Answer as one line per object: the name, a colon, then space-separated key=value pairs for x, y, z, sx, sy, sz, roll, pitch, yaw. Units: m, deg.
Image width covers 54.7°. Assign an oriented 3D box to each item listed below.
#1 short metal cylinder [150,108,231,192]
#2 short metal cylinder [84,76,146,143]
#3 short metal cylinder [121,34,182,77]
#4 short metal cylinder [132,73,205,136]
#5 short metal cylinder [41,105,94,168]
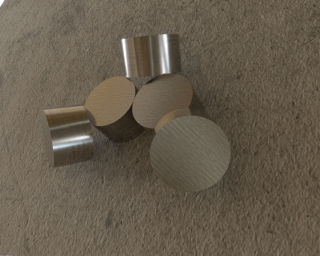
short metal cylinder: x=0.031 y=0.021 z=0.333 sx=0.080 sy=0.080 sz=0.050 roll=-32 pitch=10 yaw=7
short metal cylinder: x=-0.058 y=-0.026 z=0.435 sx=0.080 sy=0.050 sz=0.080 roll=-13 pitch=56 yaw=21
short metal cylinder: x=-0.012 y=-0.100 z=0.430 sx=0.080 sy=0.080 sz=0.050 roll=2 pitch=105 yaw=29
short metal cylinder: x=0.012 y=-0.023 z=0.397 sx=0.080 sy=0.050 sz=0.080 roll=-13 pitch=56 yaw=21
short metal cylinder: x=-0.128 y=0.010 z=0.423 sx=0.050 sy=0.079 sz=0.080 roll=-11 pitch=45 yaw=-27
